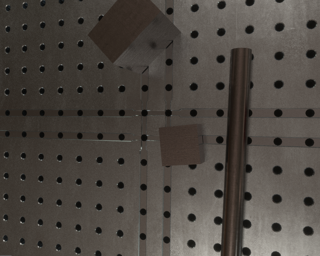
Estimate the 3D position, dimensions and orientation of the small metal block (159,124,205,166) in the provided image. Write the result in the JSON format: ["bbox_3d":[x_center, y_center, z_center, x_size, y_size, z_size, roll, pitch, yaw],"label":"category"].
[{"bbox_3d":[0.028,0.022,0.402,0.050,0.025,0.050,-6,88,19],"label":"small metal block"}]

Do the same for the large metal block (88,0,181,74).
[{"bbox_3d":[-0.029,-0.120,0.393,0.080,0.080,0.050,-44,77,14],"label":"large metal block"}]

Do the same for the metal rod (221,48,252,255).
[{"bbox_3d":[0.092,0.054,0.379,0.025,0.025,0.298,3,91,19],"label":"metal rod"}]
